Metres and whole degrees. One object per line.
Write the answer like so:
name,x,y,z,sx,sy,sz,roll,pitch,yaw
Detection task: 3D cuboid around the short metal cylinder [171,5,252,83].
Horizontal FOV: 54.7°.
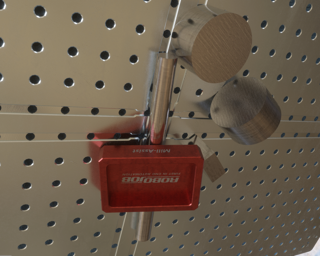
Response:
short metal cylinder,0.060,-0.099,0.366,0.081,0.050,0.079,-14,124,-21

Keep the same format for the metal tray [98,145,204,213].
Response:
metal tray,-0.012,0.068,0.413,0.131,0.030,0.089,0,119,-5

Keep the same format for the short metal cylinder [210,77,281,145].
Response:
short metal cylinder,0.117,-0.023,0.425,0.080,0.080,0.050,-47,129,5

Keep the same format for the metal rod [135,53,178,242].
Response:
metal rod,-0.010,0.045,0.433,0.025,0.025,0.298,-7,122,-25

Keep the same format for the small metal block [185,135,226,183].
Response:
small metal block,0.066,0.045,0.459,0.025,0.050,0.050,-38,129,-3
